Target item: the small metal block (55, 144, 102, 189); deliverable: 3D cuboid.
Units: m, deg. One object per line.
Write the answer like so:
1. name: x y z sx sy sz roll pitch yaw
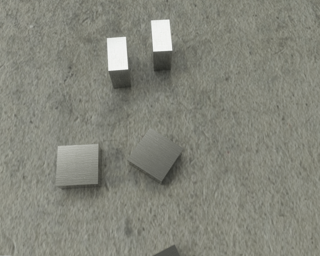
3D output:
1. small metal block: -0.101 0.049 0.389 0.050 0.025 0.050 -3 70 -2

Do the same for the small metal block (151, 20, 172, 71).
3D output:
1. small metal block: 0.002 -0.116 0.437 0.025 0.050 0.050 -4 70 -2

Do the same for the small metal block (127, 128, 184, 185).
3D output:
1. small metal block: -0.005 0.036 0.395 0.050 0.025 0.050 32 73 10

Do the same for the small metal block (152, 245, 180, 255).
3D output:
1. small metal block: 0.005 0.166 0.347 0.050 0.025 0.050 -24 72 -9

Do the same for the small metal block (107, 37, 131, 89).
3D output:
1. small metal block: -0.056 -0.089 0.427 0.025 0.050 0.050 -5 70 -2
